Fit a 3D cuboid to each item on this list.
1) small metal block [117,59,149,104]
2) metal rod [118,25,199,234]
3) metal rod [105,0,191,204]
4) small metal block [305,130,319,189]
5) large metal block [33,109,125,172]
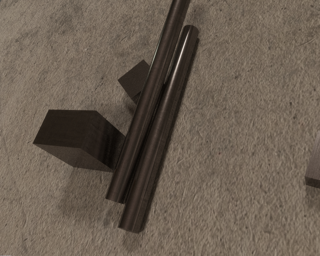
[{"bbox_3d":[-0.027,-0.066,0.457,0.050,0.025,0.050,-38,51,2],"label":"small metal block"},{"bbox_3d":[0.005,-0.015,0.409,0.025,0.025,0.300,4,63,29],"label":"metal rod"},{"bbox_3d":[-0.011,-0.049,0.412,0.025,0.025,0.299,9,74,32],"label":"metal rod"},{"bbox_3d":[0.171,0.034,0.293,0.050,0.025,0.050,13,68,33],"label":"small metal block"},{"bbox_3d":[-0.101,0.018,0.409,0.080,0.080,0.050,3,63,29],"label":"large metal block"}]
